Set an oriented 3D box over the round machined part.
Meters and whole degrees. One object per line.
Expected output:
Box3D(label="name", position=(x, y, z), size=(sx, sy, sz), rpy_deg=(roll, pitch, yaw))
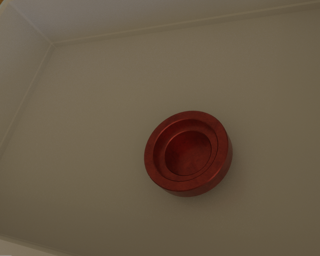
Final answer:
Box3D(label="round machined part", position=(0.035, 0.032, 0.356), size=(0.098, 0.042, 0.098), rpy_deg=(-13, 56, 20))
